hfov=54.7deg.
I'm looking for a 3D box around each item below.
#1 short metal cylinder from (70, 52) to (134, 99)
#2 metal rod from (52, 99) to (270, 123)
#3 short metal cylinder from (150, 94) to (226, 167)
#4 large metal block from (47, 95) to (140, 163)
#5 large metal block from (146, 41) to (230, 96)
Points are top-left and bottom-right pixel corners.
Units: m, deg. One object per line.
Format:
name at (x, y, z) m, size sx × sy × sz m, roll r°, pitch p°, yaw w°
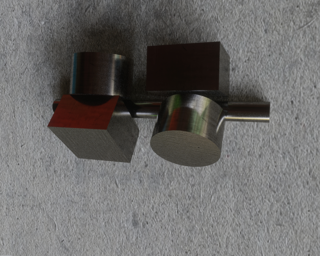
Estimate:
short metal cylinder at (-0.076, -0.066, 0.407) m, size 0.080 × 0.080 × 0.050 m, roll 4°, pitch 92°, yaw 20°
metal rod at (-0.012, -0.025, 0.416) m, size 0.301 × 0.025 × 0.025 m, roll 3°, pitch 91°, yaw 19°
short metal cylinder at (0.033, 0.005, 0.363) m, size 0.080 × 0.080 × 0.050 m, roll 2°, pitch 56°, yaw 20°
large metal block at (-0.082, 0.002, 0.403) m, size 0.080 × 0.080 × 0.050 m, roll 3°, pitch 57°, yaw 19°
large metal block at (0.037, -0.065, 0.367) m, size 0.080 × 0.080 × 0.050 m, roll 2°, pitch 91°, yaw 20°
